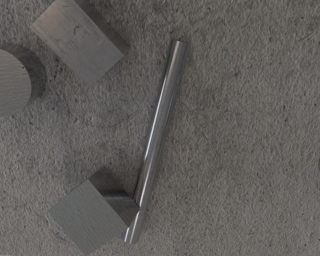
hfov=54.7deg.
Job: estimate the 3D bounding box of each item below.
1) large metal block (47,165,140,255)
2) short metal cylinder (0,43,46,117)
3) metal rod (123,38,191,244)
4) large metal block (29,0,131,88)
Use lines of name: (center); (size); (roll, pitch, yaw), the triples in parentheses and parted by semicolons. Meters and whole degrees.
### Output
large metal block: (-0.089, 0.112, 0.423); (0.080, 0.050, 0.080); (-38, 92, 18)
short metal cylinder: (-0.186, -0.059, 0.373); (0.081, 0.050, 0.079); (0, 110, 0)
metal rod: (-0.010, 0.032, 0.421); (0.025, 0.025, 0.298); (13, 110, -5)
large metal block: (-0.081, -0.099, 0.343); (0.050, 0.080, 0.080); (-40, 106, 13)
